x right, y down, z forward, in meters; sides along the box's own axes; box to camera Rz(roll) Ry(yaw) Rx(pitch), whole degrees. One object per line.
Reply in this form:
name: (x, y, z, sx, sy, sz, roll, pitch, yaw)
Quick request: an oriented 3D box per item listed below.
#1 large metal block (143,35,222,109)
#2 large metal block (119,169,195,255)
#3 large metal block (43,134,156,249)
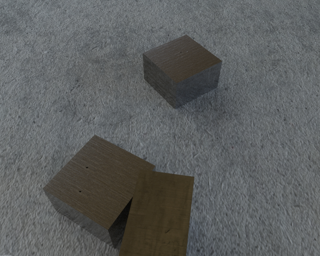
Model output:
large metal block: (0.031, -0.085, 0.458, 0.081, 0.050, 0.080, -29, 56, -22)
large metal block: (0.000, 0.096, 0.286, 0.050, 0.080, 0.080, 7, 51, 6)
large metal block: (-0.060, 0.065, 0.332, 0.080, 0.050, 0.080, 25, 54, 19)
